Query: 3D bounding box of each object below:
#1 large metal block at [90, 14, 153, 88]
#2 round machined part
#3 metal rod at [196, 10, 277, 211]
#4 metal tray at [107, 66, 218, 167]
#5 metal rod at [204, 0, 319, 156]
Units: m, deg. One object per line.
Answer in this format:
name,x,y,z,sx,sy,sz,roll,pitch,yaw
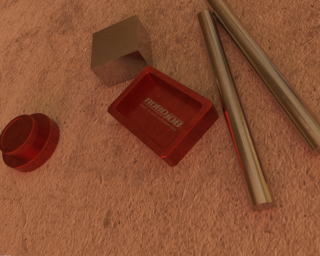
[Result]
large metal block,-0.060,-0.121,0.492,0.080,0.050,0.080,-17,55,18
round machined part,-0.213,0.018,0.492,0.098,0.042,0.098,-13,56,20
metal rod,0.084,-0.046,0.386,0.025,0.025,0.299,-19,54,16
metal tray,0.000,-0.021,0.412,0.090,0.030,0.130,-48,52,-6
metal rod,0.122,-0.093,0.396,0.025,0.025,0.299,-28,52,10
